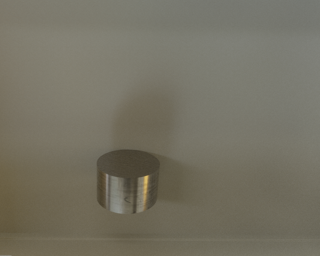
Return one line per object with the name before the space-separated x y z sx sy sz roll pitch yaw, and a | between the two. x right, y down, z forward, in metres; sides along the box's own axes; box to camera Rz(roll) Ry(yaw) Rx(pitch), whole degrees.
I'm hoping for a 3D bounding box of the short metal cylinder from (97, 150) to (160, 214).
short metal cylinder | -0.042 0.068 0.406 0.081 0.080 0.050 4 110 -2
